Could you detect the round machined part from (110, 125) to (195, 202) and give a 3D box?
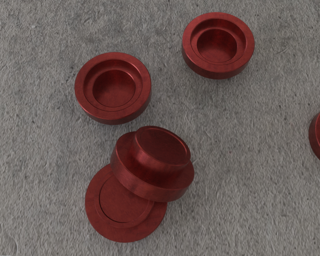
[{"bbox_3d":[-0.004,0.034,0.358,0.099,0.042,0.098,20,30,-12],"label":"round machined part"}]

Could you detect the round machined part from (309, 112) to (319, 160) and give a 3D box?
[{"bbox_3d":[0.249,0.009,0.397,0.099,0.042,0.098,0,70,0],"label":"round machined part"}]

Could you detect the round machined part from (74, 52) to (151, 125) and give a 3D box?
[{"bbox_3d":[-0.060,-0.049,0.417,0.099,0.042,0.098,0,70,0],"label":"round machined part"}]

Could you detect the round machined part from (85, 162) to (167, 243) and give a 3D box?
[{"bbox_3d":[-0.040,0.084,0.368,0.099,0.042,0.098,0,70,0],"label":"round machined part"}]

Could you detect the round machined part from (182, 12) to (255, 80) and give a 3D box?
[{"bbox_3d":[0.080,-0.112,0.440,0.099,0.042,0.098,0,70,0],"label":"round machined part"}]
